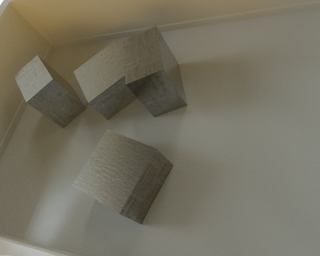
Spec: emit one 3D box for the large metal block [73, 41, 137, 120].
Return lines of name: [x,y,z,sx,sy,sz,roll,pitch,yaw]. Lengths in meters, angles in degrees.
large metal block: [-0.074,-0.073,0.472,0.080,0.050,0.080,-36,51,4]

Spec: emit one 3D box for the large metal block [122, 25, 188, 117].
large metal block: [-0.007,-0.074,0.418,0.050,0.080,0.080,-20,54,16]

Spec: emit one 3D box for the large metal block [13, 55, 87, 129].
large metal block: [-0.175,-0.057,0.495,0.050,0.080,0.080,-42,51,0]

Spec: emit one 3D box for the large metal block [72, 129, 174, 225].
large metal block: [-0.044,0.057,0.376,0.080,0.050,0.080,19,72,35]
